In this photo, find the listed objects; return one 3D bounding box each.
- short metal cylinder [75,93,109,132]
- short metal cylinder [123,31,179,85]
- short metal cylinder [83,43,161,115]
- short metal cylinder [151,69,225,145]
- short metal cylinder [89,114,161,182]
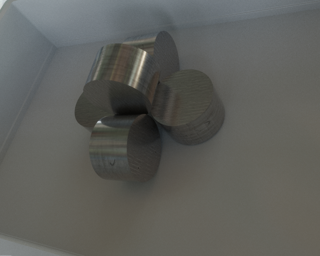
[{"bbox_3d":[-0.072,-0.024,0.440,0.080,0.050,0.080,-13,56,21],"label":"short metal cylinder"},{"bbox_3d":[-0.012,-0.090,0.429,0.050,0.080,0.080,-1,61,27],"label":"short metal cylinder"},{"bbox_3d":[-0.044,-0.054,0.367,0.080,0.080,0.050,-1,61,28],"label":"short metal cylinder"},{"bbox_3d":[0.034,-0.025,0.384,0.080,0.050,0.080,-13,56,21],"label":"short metal cylinder"},{"bbox_3d":[-0.039,0.024,0.374,0.050,0.080,0.080,-1,61,27],"label":"short metal cylinder"}]
